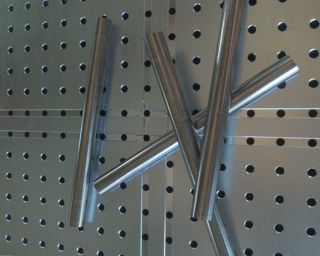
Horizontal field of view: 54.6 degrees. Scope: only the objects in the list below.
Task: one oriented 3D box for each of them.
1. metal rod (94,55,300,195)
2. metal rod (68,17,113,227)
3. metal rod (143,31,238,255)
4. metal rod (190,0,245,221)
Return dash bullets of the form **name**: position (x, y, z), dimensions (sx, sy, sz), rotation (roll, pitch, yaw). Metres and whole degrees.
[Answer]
- **metal rod**: position (0.034, 0.005, 0.400), dimensions (0.300, 0.025, 0.025), rotation (-34, 79, 17)
- **metal rod**: position (-0.101, -0.006, 0.448), dimensions (0.025, 0.025, 0.298), rotation (9, 93, 20)
- **metal rod**: position (0.040, 0.032, 0.375), dimensions (0.025, 0.025, 0.299), rotation (-18, 93, 19)
- **metal rod**: position (0.072, -0.046, 0.363), dimensions (0.025, 0.025, 0.299), rotation (8, 83, 20)
